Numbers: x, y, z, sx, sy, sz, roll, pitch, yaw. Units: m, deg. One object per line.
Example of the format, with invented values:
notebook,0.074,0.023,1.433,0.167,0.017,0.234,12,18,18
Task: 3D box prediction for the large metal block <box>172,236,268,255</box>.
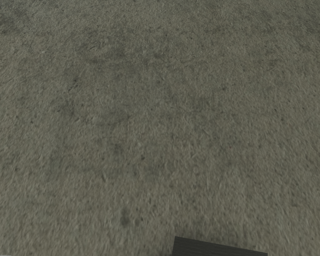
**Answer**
large metal block,0.045,0.147,0.264,0.080,0.050,0.080,8,51,6
